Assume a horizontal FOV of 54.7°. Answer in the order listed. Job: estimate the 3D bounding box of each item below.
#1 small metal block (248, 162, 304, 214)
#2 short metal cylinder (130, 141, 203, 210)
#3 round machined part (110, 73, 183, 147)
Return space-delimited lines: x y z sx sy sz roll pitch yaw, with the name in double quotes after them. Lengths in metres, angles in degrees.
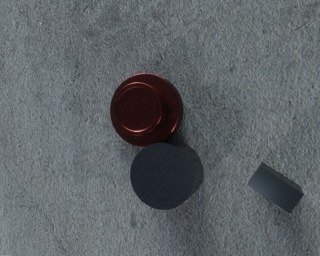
0.130 0.065 0.350 0.050 0.050 0.025 34 101 16 "small metal block"
0.010 0.057 0.392 0.080 0.050 0.079 0 90 19 "short metal cylinder"
-0.022 -0.024 0.407 0.098 0.042 0.097 0 90 19 "round machined part"
